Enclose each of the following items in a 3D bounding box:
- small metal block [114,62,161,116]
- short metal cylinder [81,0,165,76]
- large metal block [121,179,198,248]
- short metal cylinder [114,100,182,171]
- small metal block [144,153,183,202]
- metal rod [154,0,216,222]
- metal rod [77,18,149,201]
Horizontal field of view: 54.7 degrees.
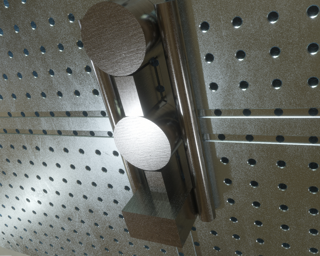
[{"bbox_3d":[-0.025,-0.048,0.377,0.025,0.050,0.050,1,119,28],"label":"small metal block"},{"bbox_3d":[-0.041,-0.105,0.351,0.080,0.050,0.079,13,124,21],"label":"short metal cylinder"},{"bbox_3d":[0.005,0.116,0.445,0.080,0.080,0.050,1,119,28],"label":"large metal block"},{"bbox_3d":[-0.013,0.009,0.407,0.080,0.050,0.079,13,124,21],"label":"short metal cylinder"},{"bbox_3d":[0.006,0.066,0.431,0.025,0.050,0.050,0,119,28],"label":"small metal block"},{"bbox_3d":[0.037,-0.002,0.389,0.025,0.025,0.298,1,119,28],"label":"metal rod"},{"bbox_3d":[-0.055,-0.003,0.438,0.025,0.025,0.298,1,119,28],"label":"metal rod"}]
